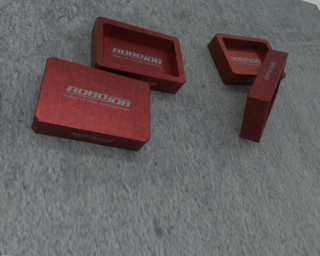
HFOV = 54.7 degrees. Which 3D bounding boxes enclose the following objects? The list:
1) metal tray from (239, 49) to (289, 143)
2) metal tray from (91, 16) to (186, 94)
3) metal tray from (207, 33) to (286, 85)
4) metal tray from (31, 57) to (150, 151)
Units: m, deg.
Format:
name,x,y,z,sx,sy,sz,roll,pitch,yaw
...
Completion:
name,x,y,z,sx,sy,sz,roll,pitch,yaw
metal tray,0.162,-0.051,0.481,0.030,0.089,0.130,18,48,20
metal tray,-0.031,-0.103,0.448,0.131,0.030,0.090,8,58,-24
metal tray,0.158,-0.123,0.563,0.131,0.030,0.090,-3,63,-30
metal tray,-0.078,-0.028,0.377,0.131,0.030,0.090,12,57,-22
